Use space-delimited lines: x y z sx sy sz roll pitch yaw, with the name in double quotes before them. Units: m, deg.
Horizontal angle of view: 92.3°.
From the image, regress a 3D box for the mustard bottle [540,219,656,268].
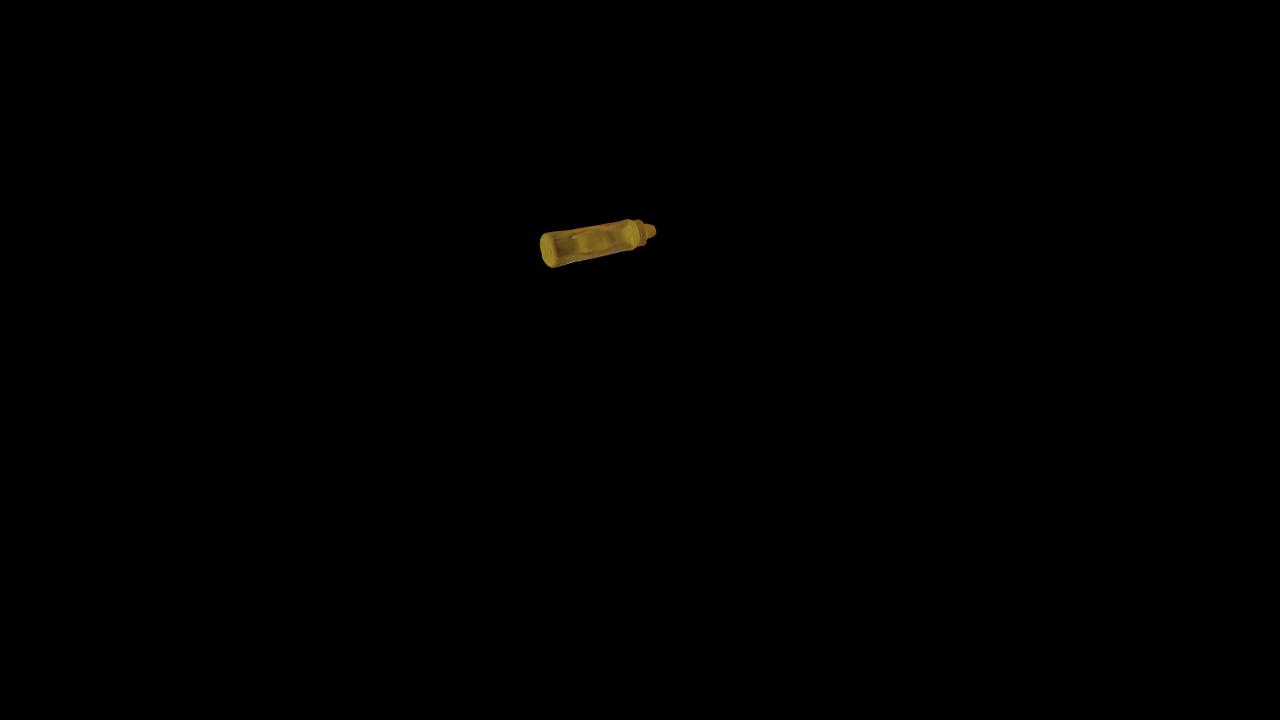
"mustard bottle" -0.059 -0.188 0.967 0.184 0.054 0.092 -15 6 -19
